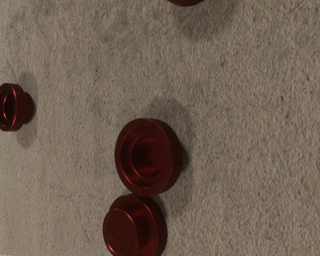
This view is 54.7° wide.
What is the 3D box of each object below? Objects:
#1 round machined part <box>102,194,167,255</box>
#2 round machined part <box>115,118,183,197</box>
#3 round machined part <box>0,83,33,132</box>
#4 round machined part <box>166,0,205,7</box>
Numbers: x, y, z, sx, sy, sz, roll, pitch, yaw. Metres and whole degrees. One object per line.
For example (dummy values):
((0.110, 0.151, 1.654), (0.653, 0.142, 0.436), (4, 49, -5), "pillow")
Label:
((-0.041, 0.141, 0.426), (0.098, 0.042, 0.097), (0, 90, 39), "round machined part")
((-0.010, 0.036, 0.400), (0.098, 0.042, 0.097), (0, 90, 39), "round machined part")
((-0.297, -0.042, 0.634), (0.098, 0.042, 0.097), (0, 90, 39), "round machined part")
((0.040, -0.191, 0.360), (0.098, 0.042, 0.097), (0, 90, 39), "round machined part")
